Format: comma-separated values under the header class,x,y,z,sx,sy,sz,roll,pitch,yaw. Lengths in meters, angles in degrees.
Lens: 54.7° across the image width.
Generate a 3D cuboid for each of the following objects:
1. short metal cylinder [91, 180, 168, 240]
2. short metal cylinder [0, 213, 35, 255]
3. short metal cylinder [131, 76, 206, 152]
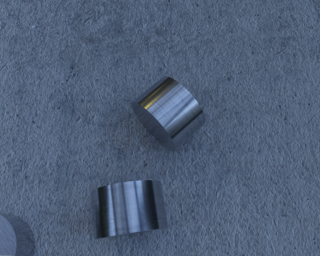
class,x,y,z,sx,sy,sz,roll,pitch,yaw
short metal cylinder,-0.034,0.092,0.345,0.081,0.080,0.050,-8,71,-3
short metal cylinder,-0.189,0.135,0.344,0.081,0.050,0.080,0,70,0
short metal cylinder,0.010,-0.017,0.385,0.050,0.080,0.080,-42,75,-13
